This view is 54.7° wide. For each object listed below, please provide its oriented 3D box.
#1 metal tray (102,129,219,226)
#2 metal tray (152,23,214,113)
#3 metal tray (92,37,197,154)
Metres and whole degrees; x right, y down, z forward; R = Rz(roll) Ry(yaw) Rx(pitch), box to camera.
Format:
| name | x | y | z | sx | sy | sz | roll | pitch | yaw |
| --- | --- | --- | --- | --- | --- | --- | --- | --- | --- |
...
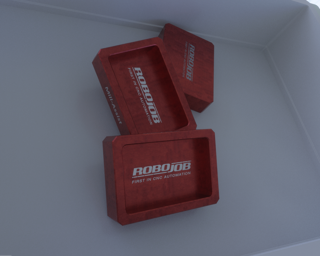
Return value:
| name | x | y | z | sx | sy | sz | roll | pitch | yaw |
| --- | --- | --- | --- | --- | --- | --- | --- | --- | --- |
| metal tray | 0.005 | 0.050 | 0.350 | 0.131 | 0.030 | 0.089 | -4 | 90 | -30 |
| metal tray | 0.037 | -0.095 | 0.480 | 0.091 | 0.030 | 0.130 | 19 | 54 | -17 |
| metal tray | -0.018 | -0.041 | 0.388 | 0.091 | 0.030 | 0.129 | -22 | 90 | -29 |
